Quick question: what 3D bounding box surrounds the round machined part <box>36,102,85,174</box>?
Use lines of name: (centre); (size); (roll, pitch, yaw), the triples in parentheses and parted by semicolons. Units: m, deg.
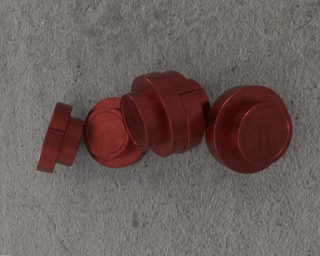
round machined part: (-0.134, 0.016, 0.428); (0.042, 0.098, 0.097); (17, 97, -17)

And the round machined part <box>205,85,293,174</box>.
round machined part: (0.102, 0.003, 0.336); (0.099, 0.042, 0.097); (-4, 100, -20)

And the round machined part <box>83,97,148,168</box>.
round machined part: (-0.063, 0.007, 0.422); (0.098, 0.042, 0.097); (0, 90, 20)

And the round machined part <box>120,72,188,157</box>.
round machined part: (-0.012, -0.012, 0.354); (0.042, 0.098, 0.098); (-20, 81, -23)

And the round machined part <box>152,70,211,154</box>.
round machined part: (0.025, -0.022, 0.372); (0.042, 0.098, 0.098); (-20, 81, -23)
